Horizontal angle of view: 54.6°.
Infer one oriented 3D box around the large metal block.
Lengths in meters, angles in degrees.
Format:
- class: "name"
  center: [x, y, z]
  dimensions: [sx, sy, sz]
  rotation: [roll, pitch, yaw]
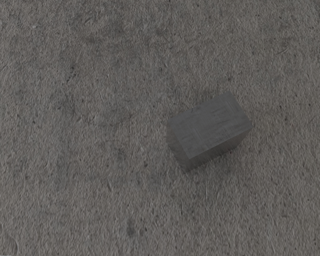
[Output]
- class: "large metal block"
  center: [0.055, 0.008, 0.376]
  dimensions: [0.080, 0.080, 0.050]
  rotation: [-26, 72, -9]
